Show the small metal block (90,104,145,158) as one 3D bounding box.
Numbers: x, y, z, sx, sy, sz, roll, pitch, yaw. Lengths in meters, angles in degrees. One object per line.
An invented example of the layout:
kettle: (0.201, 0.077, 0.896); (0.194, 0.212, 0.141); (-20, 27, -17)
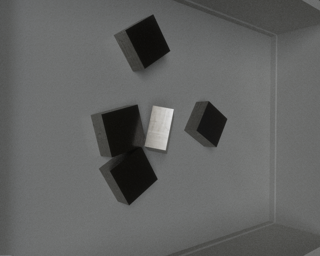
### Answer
small metal block: (-0.048, 0.003, 0.366); (0.050, 0.025, 0.050); (-20, 102, -38)

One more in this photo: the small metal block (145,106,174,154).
small metal block: (0.001, 0.004, 0.388); (0.025, 0.050, 0.050); (11, 81, 5)

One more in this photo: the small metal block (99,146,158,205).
small metal block: (-0.037, 0.056, 0.375); (0.050, 0.025, 0.050); (-38, 114, -33)

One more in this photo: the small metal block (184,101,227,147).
small metal block: (0.069, -0.005, 0.465); (0.050, 0.025, 0.050); (38, 67, -34)

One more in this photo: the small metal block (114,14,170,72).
small metal block: (-0.021, -0.106, 0.388); (0.050, 0.025, 0.050); (-42, 116, -32)
